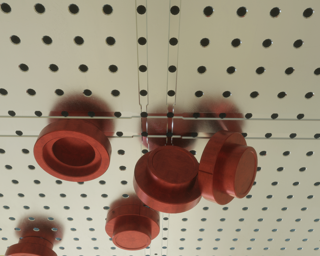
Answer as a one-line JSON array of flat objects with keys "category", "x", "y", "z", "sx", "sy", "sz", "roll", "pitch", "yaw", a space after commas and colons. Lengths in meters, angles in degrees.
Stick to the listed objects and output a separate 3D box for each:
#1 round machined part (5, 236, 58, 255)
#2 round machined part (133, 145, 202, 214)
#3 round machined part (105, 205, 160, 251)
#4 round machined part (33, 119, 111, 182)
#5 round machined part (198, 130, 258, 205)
[{"category": "round machined part", "x": -0.251, "y": 0.251, "z": 0.611, "sx": 0.099, "sy": 0.042, "sz": 0.097, "roll": 0, "pitch": 130, "yaw": 0}, {"category": "round machined part", "x": 0.015, "y": 0.061, "z": 0.416, "sx": 0.099, "sy": 0.098, "sz": 0.042, "roll": 7, "pitch": 130, "yaw": -6}, {"category": "round machined part", "x": -0.049, "y": 0.184, "z": 0.556, "sx": 0.099, "sy": 0.042, "sz": 0.097, "roll": 0, "pitch": 130, "yaw": 0}, {"category": "round machined part", "x": -0.115, "y": 0.026, "z": 0.421, "sx": 0.099, "sy": 0.042, "sz": 0.097, "roll": 0, "pitch": 130, "yaw": 0}, {"category": "round machined part", "x": 0.094, "y": 0.054, "z": 0.407, "sx": 0.042, "sy": 0.098, "sz": 0.098, "roll": 11, "pitch": 141, "yaw": 39}]
